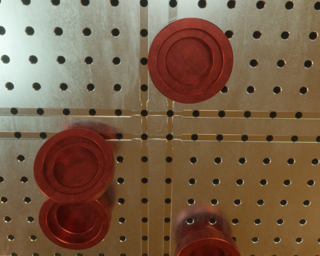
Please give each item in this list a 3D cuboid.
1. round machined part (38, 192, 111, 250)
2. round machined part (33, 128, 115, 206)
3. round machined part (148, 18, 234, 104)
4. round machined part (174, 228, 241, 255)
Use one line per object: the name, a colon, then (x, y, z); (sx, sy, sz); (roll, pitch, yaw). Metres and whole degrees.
round machined part: (-0.119, 0.123, 0.449); (0.099, 0.042, 0.097); (0, 110, 0)
round machined part: (-0.108, 0.053, 0.405); (0.099, 0.042, 0.098); (1, 66, -3)
round machined part: (0.035, -0.082, 0.374); (0.099, 0.042, 0.097); (0, 110, 0)
round machined part: (0.071, 0.195, 0.476); (0.099, 0.042, 0.097); (0, 110, 0)
